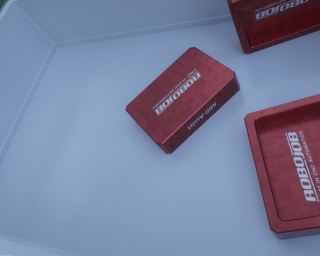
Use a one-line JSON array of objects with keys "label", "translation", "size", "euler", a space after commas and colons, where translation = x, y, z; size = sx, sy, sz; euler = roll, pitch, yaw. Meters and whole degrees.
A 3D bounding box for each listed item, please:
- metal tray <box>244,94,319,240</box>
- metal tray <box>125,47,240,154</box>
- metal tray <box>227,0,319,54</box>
[{"label": "metal tray", "translation": [0.142, 0.035, 0.306], "size": [0.090, 0.030, 0.130], "euler": [-16, 55, 19]}, {"label": "metal tray", "translation": [0.028, -0.040, 0.412], "size": [0.130, 0.030, 0.090], "euler": [-43, 51, -2]}, {"label": "metal tray", "translation": [0.154, -0.149, 0.374], "size": [0.130, 0.090, 0.030], "euler": [-16, 55, 19]}]
